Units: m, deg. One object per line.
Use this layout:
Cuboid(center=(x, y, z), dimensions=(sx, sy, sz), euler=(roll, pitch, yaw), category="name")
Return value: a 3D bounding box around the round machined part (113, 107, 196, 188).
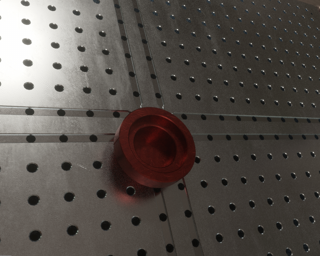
Cuboid(center=(-0.010, 0.026, 0.377), dimensions=(0.099, 0.042, 0.098), euler=(14, 56, -21), category="round machined part")
